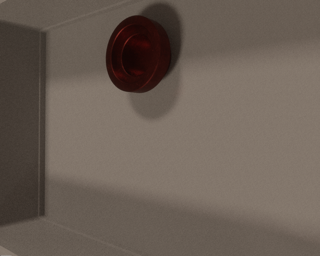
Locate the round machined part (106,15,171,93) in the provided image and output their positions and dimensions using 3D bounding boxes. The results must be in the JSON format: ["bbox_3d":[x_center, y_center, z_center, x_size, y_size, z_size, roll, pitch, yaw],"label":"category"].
[{"bbox_3d":[-0.024,-0.095,0.414,0.098,0.042,0.097,0,90,39],"label":"round machined part"}]
